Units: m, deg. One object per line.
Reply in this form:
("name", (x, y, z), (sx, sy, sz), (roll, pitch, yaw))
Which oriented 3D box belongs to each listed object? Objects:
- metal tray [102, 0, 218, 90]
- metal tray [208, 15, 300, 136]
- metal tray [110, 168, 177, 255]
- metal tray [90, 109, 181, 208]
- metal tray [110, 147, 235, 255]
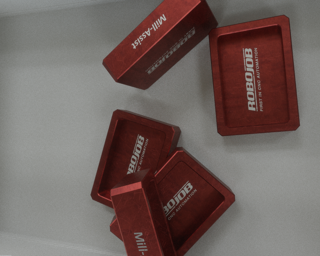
("metal tray", (0.004, -0.103, 0.374), (0.130, 0.090, 0.030), (-40, 77, 15))
("metal tray", (0.110, -0.058, 0.368), (0.090, 0.030, 0.129), (-5, 88, 19))
("metal tray", (-0.009, 0.112, 0.315), (0.030, 0.090, 0.129), (-16, 90, 5))
("metal tray", (-0.034, 0.048, 0.419), (0.090, 0.030, 0.129), (18, 96, 19))
("metal tray", (0.015, 0.099, 0.378), (0.090, 0.030, 0.130), (41, 95, -3))
